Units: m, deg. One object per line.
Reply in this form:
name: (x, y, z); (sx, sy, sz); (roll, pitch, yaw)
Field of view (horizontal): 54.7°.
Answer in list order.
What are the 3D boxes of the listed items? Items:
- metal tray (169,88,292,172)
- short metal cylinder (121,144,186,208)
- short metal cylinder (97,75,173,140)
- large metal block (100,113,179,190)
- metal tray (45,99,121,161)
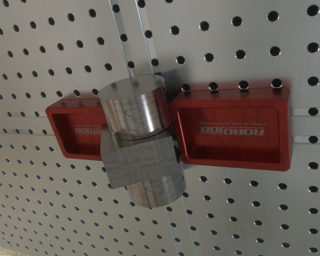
metal tray: (0.083, 0.002, 0.365); (0.130, 0.030, 0.089); (1, 119, 27)
short metal cylinder: (-0.008, 0.061, 0.417); (0.080, 0.080, 0.050); (2, 119, 27)
short metal cylinder: (-0.029, -0.027, 0.374); (0.080, 0.080, 0.050); (2, 119, 27)
large metal block: (-0.027, 0.024, 0.386); (0.080, 0.080, 0.050); (-13, 116, -4)
metal tray: (-0.100, 0.004, 0.463); (0.130, 0.030, 0.089); (1, 119, 27)
